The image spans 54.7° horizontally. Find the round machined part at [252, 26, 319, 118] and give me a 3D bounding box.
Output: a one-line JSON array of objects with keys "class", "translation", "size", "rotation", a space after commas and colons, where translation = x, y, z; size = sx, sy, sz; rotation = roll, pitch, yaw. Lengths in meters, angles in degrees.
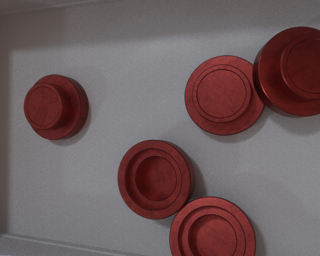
[{"class": "round machined part", "translation": [0.154, -0.061, 0.330], "size": [0.099, 0.042, 0.097], "rotation": [0, 87, -2]}]

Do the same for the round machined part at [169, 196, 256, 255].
[{"class": "round machined part", "translation": [0.064, 0.132, 0.371], "size": [0.098, 0.042, 0.098], "rotation": [-4, 75, 16]}]

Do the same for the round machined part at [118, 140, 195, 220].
[{"class": "round machined part", "translation": [-0.002, 0.064, 0.400], "size": [0.098, 0.042, 0.097], "rotation": [-1, 86, 22]}]

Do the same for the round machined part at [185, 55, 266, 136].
[{"class": "round machined part", "translation": [0.077, -0.039, 0.374], "size": [0.098, 0.042, 0.097], "rotation": [0, 90, 20]}]

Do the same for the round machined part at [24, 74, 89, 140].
[{"class": "round machined part", "translation": [-0.159, -0.031, 0.458], "size": [0.098, 0.042, 0.097], "rotation": [0, 90, 20]}]
